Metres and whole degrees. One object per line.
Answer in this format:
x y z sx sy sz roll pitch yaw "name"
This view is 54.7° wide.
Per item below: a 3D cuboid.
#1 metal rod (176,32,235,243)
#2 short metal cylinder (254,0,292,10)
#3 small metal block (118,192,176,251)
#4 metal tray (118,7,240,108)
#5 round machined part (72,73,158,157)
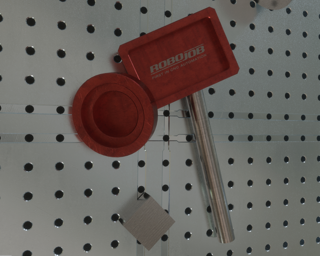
0.063 0.017 0.437 0.025 0.025 0.298 -15 95 -20 "metal rod"
0.171 -0.221 0.448 0.080 0.080 0.050 47 76 -15 "short metal cylinder"
-0.017 0.122 0.408 0.050 0.025 0.050 -45 104 -15 "small metal block"
0.024 -0.086 0.398 0.131 0.030 0.090 -24 96 -2 "metal tray"
-0.050 -0.018 0.370 0.098 0.042 0.097 3 103 12 "round machined part"
